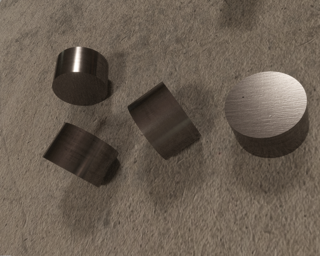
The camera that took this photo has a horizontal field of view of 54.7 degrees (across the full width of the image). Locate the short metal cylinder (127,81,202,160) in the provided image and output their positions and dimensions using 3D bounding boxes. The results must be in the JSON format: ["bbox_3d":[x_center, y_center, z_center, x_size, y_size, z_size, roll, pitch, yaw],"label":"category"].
[{"bbox_3d":[0.006,-0.009,0.370,0.050,0.080,0.080,-36,51,4],"label":"short metal cylinder"}]

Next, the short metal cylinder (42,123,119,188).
[{"bbox_3d":[-0.101,0.035,0.398,0.080,0.080,0.050,18,71,34],"label":"short metal cylinder"}]

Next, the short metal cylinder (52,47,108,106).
[{"bbox_3d":[-0.121,-0.078,0.478,0.080,0.080,0.050,-16,56,19],"label":"short metal cylinder"}]

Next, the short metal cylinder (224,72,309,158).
[{"bbox_3d":[0.116,-0.014,0.335,0.080,0.050,0.080,-13,56,20],"label":"short metal cylinder"}]
